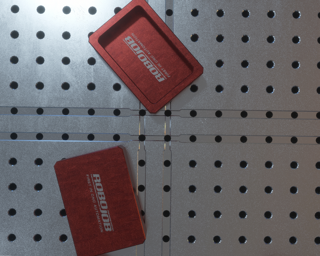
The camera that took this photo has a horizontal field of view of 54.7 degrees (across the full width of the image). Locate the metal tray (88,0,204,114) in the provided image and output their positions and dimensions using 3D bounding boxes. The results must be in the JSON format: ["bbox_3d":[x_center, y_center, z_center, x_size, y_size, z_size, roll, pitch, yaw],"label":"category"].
[{"bbox_3d":[-0.018,-0.094,0.410,0.090,0.030,0.130,-41,91,0],"label":"metal tray"}]

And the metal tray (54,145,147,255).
[{"bbox_3d":[-0.077,0.095,0.410,0.091,0.030,0.129,-14,90,-1],"label":"metal tray"}]
